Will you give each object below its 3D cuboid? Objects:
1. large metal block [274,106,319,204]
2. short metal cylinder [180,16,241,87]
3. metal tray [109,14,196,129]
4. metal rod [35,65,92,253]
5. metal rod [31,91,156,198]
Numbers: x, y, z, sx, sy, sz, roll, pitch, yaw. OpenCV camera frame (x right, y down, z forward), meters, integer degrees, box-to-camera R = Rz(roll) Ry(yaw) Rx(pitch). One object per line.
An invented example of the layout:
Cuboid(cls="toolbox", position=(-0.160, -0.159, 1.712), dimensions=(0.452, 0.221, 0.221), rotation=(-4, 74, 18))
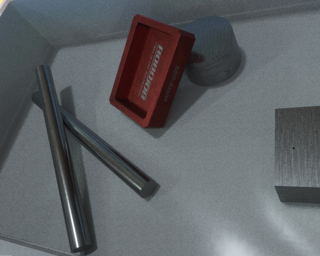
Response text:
Cuboid(cls="large metal block", position=(0.154, 0.026, 0.293), dimensions=(0.080, 0.050, 0.080), rotation=(-3, 60, 26))
Cuboid(cls="short metal cylinder", position=(0.064, -0.103, 0.418), dimensions=(0.080, 0.050, 0.080), rotation=(-13, 56, 20))
Cuboid(cls="metal tray", position=(-0.015, -0.075, 0.413), dimensions=(0.090, 0.030, 0.129), rotation=(35, 113, 38))
Cuboid(cls="metal rod", position=(-0.143, 0.023, 0.440), dimensions=(0.025, 0.025, 0.299), rotation=(-29, 60, 10))
Cuboid(cls="metal rod", position=(-0.115, 0.009, 0.458), dimensions=(0.300, 0.025, 0.025), rotation=(32, 80, 37))
